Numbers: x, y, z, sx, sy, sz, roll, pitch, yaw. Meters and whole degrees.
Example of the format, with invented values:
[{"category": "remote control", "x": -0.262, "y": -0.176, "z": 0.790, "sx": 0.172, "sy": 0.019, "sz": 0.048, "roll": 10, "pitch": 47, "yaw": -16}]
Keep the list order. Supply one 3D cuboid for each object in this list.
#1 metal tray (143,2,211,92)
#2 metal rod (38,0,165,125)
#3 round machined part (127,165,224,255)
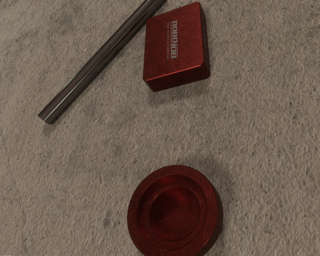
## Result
[{"category": "metal tray", "x": 0.024, "y": -0.122, "z": 0.462, "sx": 0.090, "sy": 0.030, "sz": 0.130, "roll": -12, "pitch": 57, "yaw": 21}, {"category": "metal rod", "x": -0.094, "y": -0.126, "z": 0.528, "sx": 0.300, "sy": 0.025, "sz": 0.025, "roll": -49, "pitch": 52, "yaw": -7}, {"category": "round machined part", "x": 0.019, "y": 0.092, "z": 0.326, "sx": 0.098, "sy": 0.042, "sz": 0.098, "roll": -13, "pitch": 56, "yaw": 20}]
